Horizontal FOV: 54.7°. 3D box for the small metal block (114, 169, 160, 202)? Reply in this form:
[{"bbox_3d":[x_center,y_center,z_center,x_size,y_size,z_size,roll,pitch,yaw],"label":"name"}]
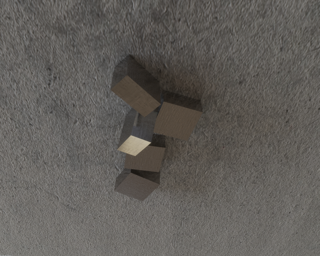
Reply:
[{"bbox_3d":[-0.035,0.082,0.477,0.050,0.025,0.050,26,125,-21],"label":"small metal block"}]

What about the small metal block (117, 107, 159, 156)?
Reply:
[{"bbox_3d":[-0.028,0.001,0.381,0.025,0.050,0.050,21,149,-18],"label":"small metal block"}]

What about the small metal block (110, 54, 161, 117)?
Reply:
[{"bbox_3d":[-0.026,-0.048,0.349,0.025,0.050,0.050,-37,121,23],"label":"small metal block"}]

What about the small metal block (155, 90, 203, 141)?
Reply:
[{"bbox_3d":[0.020,-0.015,0.394,0.050,0.025,0.050,15,129,-12],"label":"small metal block"}]

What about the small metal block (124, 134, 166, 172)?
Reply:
[{"bbox_3d":[-0.022,0.034,0.436,0.050,0.025,0.050,8,130,-7],"label":"small metal block"}]
